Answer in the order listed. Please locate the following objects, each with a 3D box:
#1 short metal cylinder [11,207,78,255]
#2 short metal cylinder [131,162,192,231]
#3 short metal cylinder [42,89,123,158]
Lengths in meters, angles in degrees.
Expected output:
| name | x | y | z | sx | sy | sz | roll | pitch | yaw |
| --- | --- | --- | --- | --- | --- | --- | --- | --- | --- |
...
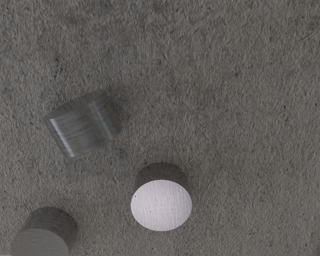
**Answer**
| name | x | y | z | sx | sy | sz | roll | pitch | yaw |
| --- | --- | --- | --- | --- | --- | --- | --- | --- | --- |
| short metal cylinder | -0.168 | 0.165 | 0.456 | 0.081 | 0.050 | 0.079 | 0 | 110 | 0 |
| short metal cylinder | 0.002 | 0.095 | 0.431 | 0.081 | 0.050 | 0.079 | 0 | 110 | 0 |
| short metal cylinder | -0.092 | -0.007 | 0.377 | 0.080 | 0.080 | 0.050 | -21 | 109 | 7 |
